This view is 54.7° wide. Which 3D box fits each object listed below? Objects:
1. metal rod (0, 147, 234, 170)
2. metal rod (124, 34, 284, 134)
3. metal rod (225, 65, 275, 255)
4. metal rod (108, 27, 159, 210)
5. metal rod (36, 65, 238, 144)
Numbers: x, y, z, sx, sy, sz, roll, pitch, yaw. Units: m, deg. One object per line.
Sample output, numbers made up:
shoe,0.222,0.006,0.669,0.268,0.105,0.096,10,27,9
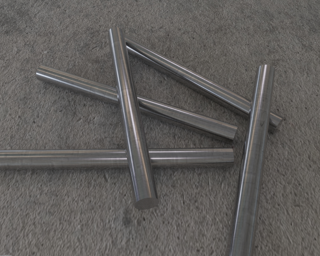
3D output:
metal rod,-0.065,0.037,0.371,0.302,0.025,0.025,-1,50,-1
metal rod,0.041,-0.078,0.468,0.300,0.025,0.025,33,57,24
metal rod,0.104,0.042,0.348,0.025,0.025,0.300,13,57,10
metal rod,-0.042,-0.038,0.400,0.025,0.025,0.300,-9,51,-7
metal rod,-0.042,-0.037,0.434,0.301,0.025,0.025,19,53,15
